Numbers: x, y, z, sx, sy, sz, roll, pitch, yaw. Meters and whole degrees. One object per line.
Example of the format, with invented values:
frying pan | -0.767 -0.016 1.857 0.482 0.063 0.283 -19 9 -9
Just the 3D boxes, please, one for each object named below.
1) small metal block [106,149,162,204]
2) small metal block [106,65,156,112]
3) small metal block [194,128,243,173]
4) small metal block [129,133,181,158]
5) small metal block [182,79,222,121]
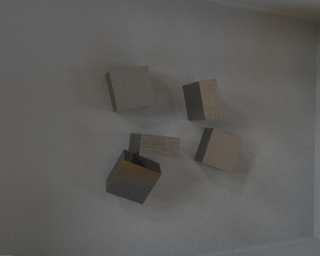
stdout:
small metal block | -0.033 0.062 0.387 0.050 0.025 0.050 24 110 -19
small metal block | -0.038 -0.050 0.396 0.050 0.025 0.050 -13 95 -20
small metal block | 0.083 0.032 0.441 0.050 0.025 0.050 22 83 -19
small metal block | -0.008 0.022 0.394 0.050 0.050 0.025 6 88 -20
small metal block | 0.056 -0.037 0.418 0.025 0.050 0.050 -12 94 -20
